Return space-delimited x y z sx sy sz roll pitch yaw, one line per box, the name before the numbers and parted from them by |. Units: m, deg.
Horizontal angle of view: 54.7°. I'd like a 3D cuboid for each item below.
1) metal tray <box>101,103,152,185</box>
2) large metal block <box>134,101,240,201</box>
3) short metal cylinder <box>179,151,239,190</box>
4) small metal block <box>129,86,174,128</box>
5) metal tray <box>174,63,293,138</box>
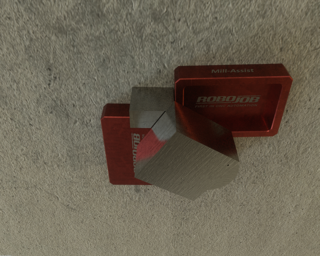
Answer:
metal tray | -0.028 0.026 0.429 0.091 0.030 0.129 1 130 -1
large metal block | 0.028 0.029 0.350 0.080 0.050 0.080 26 126 -21
short metal cylinder | 0.063 0.041 0.427 0.080 0.050 0.079 0 130 0
small metal block | -0.009 -0.026 0.371 0.050 0.050 0.025 1 130 -1
metal tray | 0.083 -0.031 0.380 0.131 0.030 0.089 -1 130 1
